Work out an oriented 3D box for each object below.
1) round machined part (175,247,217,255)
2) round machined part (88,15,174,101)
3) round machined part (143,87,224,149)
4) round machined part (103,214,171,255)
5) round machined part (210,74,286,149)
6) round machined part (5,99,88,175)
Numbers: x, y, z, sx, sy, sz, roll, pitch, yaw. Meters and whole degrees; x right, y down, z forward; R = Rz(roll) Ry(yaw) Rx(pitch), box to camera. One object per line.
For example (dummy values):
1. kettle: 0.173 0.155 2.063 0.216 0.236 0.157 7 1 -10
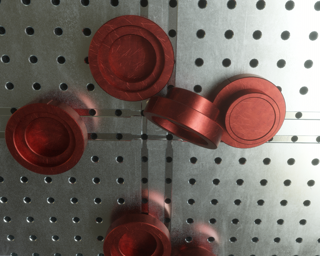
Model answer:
1. round machined part: 0.055 0.230 0.489 0.099 0.042 0.097 0 110 0
2. round machined part: -0.033 -0.084 0.373 0.099 0.042 0.097 0 110 0
3. round machined part: 0.032 -0.015 0.375 0.098 0.098 0.042 28 82 -10
4. round machined part: -0.033 0.169 0.466 0.099 0.042 0.097 0 110 0
5. round machined part: 0.113 -0.018 0.399 0.099 0.042 0.097 0 110 0
6. round machined part: -0.144 0.009 0.406 0.099 0.042 0.097 0 110 0
